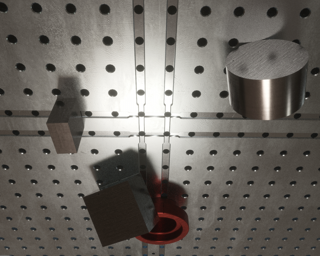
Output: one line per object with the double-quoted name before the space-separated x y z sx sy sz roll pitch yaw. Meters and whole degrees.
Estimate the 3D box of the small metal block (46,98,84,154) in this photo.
"small metal block" -0.118 -0.003 0.391 0.025 0.050 0.050 -2 130 1

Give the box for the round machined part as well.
"round machined part" 0.000 0.157 0.535 0.099 0.042 0.097 -1 131 0

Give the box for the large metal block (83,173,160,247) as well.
"large metal block" -0.058 0.124 0.474 0.080 0.050 0.080 -23 87 18

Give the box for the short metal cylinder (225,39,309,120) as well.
"short metal cylinder" 0.113 -0.053 0.332 0.080 0.080 0.050 -10 130 8
